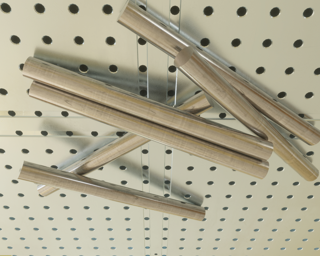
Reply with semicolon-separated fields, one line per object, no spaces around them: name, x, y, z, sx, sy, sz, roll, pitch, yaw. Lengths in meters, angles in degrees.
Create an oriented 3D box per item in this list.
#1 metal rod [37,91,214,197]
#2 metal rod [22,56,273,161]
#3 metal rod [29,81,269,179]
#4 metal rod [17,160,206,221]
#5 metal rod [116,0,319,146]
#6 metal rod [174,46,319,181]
metal rod;-0.062;0.030;0.436;0.300;0.025;0.025;-29;125;22
metal rod;-0.008;-0.020;0.367;0.301;0.025;0.025;19;128;-6
metal rod;-0.009;0.003;0.382;0.301;0.025;0.025;20;128;-5
metal rod;-0.057;0.102;0.474;0.302;0.025;0.025;20;128;-25
metal rod;0.086;-0.052;0.367;0.301;0.025;0.025;28;125;-22
metal rod;0.126;0.000;0.389;0.025;0.025;0.301;-36;129;27
